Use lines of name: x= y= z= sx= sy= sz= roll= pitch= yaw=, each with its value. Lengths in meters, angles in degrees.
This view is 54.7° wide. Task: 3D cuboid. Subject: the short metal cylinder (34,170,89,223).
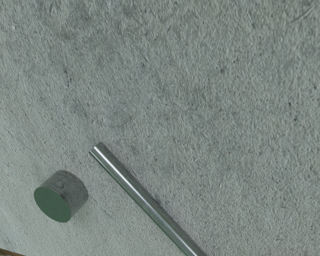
short metal cylinder: x=-0.178 y=0.124 z=0.561 sx=0.080 sy=0.050 sz=0.079 roll=13 pitch=124 yaw=21

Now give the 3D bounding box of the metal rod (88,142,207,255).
metal rod: x=-0.002 y=0.140 z=0.494 sx=0.300 sy=0.025 sz=0.025 roll=48 pitch=129 yaw=-6
